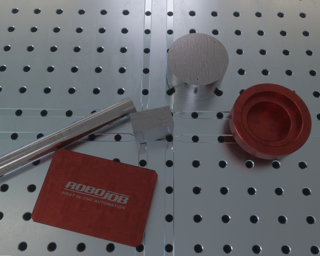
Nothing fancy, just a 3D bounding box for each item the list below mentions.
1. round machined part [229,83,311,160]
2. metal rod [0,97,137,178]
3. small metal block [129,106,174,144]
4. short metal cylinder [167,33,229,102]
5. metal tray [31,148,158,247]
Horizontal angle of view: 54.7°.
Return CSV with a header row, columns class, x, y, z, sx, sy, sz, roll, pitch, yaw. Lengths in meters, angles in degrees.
class,x,y,z,sx,sy,sz,roll,pitch,yaw
round machined part,0.140,-0.006,0.406,0.099,0.042,0.098,0,70,0
metal rod,-0.170,0.034,0.397,0.302,0.025,0.025,-26,72,-10
small metal block,-0.010,-0.003,0.399,0.050,0.050,0.025,-12,71,-4
short metal cylinder,0.050,-0.083,0.429,0.081,0.050,0.080,0,70,0
metal tray,-0.076,0.084,0.378,0.131,0.030,0.090,13,70,4
